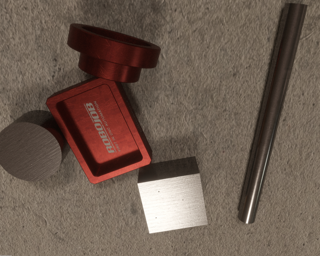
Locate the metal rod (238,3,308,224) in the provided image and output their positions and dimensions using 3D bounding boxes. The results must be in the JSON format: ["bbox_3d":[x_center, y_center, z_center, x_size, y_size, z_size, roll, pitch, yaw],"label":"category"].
[{"bbox_3d":[0.143,-0.004,0.410,0.025,0.025,0.298,5,110,-2],"label":"metal rod"}]

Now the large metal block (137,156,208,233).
[{"bbox_3d":[0.018,0.092,0.431,0.080,0.050,0.079,-10,110,3],"label":"large metal block"}]

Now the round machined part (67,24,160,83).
[{"bbox_3d":[-0.052,-0.080,0.341,0.099,0.098,0.042,14,110,-6],"label":"round machined part"}]

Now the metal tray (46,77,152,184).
[{"bbox_3d":[-0.075,0.001,0.406,0.090,0.030,0.129,-21,109,7],"label":"metal tray"}]

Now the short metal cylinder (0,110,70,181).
[{"bbox_3d":[-0.161,0.022,0.402,0.081,0.050,0.079,0,110,-1],"label":"short metal cylinder"}]
